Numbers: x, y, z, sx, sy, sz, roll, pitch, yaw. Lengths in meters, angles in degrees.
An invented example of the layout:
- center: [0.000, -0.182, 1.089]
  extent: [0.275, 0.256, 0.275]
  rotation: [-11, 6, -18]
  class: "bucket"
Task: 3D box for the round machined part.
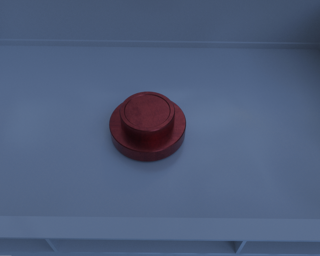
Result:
- center: [-0.016, -0.009, 0.397]
  extent: [0.099, 0.042, 0.098]
  rotation: [0, 50, 0]
  class: "round machined part"
